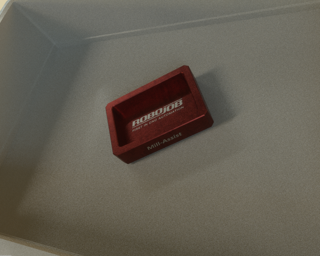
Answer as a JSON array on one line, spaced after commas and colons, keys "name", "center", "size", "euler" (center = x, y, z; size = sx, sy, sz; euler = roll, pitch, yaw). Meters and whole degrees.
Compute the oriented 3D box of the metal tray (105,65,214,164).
[{"name": "metal tray", "center": [-0.005, -0.018, 0.413], "size": [0.130, 0.030, 0.090], "euler": [-25, 53, 12]}]
